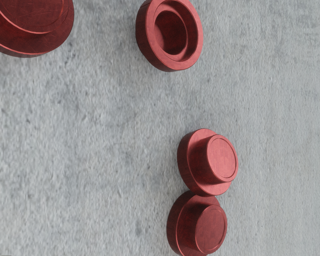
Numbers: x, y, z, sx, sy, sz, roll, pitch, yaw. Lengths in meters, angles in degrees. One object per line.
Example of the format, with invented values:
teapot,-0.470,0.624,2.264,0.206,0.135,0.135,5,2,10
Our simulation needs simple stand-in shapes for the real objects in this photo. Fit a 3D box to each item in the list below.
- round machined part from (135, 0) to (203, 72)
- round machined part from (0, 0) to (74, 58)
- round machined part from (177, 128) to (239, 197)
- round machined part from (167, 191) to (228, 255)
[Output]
round machined part,0.007,-0.121,0.402,0.099,0.042,0.097,0,90,-40
round machined part,-0.126,-0.118,0.289,0.099,0.042,0.097,0,90,-40
round machined part,0.074,0.047,0.442,0.099,0.042,0.098,18,62,-37
round machined part,0.060,0.141,0.447,0.099,0.042,0.097,0,90,-40
